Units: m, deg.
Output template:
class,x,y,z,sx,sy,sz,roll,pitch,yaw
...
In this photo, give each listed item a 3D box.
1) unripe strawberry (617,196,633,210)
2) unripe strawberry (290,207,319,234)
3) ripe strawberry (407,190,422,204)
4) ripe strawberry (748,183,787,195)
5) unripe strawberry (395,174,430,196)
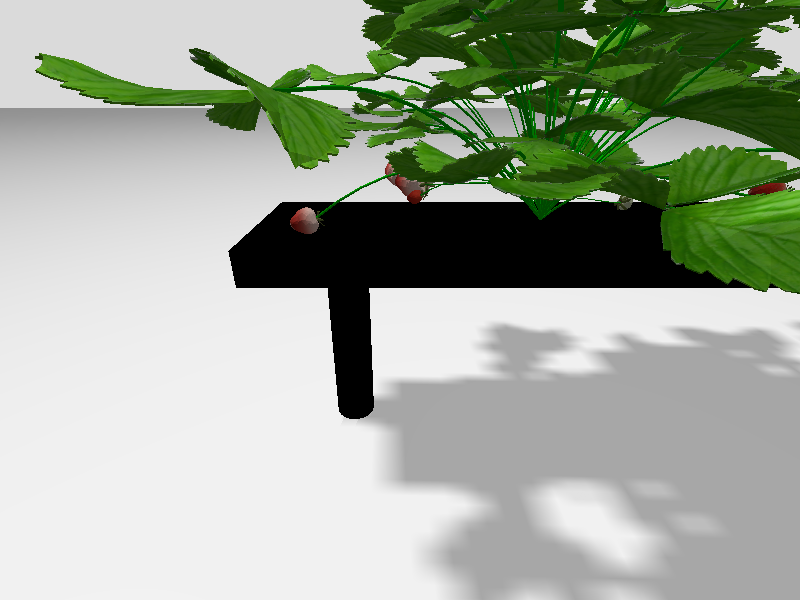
class,x,y,z,sx,sy,sz,roll,pitch,yaw
unripe strawberry,0.216,-0.093,0.382,0.014,0.015,0.013,-9,28,-18
unripe strawberry,-0.076,-0.062,0.316,0.022,0.021,0.020,-14,29,-5
ripe strawberry,0.015,-0.103,0.402,0.016,0.013,0.016,-1,23,30
ripe strawberry,0.360,-0.106,0.395,0.028,0.027,0.026,5,28,12
unripe strawberry,0.012,-0.126,0.426,0.038,0.037,0.035,19,33,33
